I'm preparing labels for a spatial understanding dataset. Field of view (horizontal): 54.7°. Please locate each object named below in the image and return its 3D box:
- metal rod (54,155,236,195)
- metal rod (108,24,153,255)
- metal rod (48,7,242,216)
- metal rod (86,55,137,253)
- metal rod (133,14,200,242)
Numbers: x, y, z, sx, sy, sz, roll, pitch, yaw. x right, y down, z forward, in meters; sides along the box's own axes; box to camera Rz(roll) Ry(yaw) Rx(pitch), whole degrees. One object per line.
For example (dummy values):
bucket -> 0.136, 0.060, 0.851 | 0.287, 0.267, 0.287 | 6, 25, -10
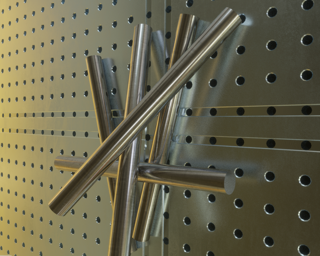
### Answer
metal rod -> -0.045, 0.056, 0.410 | 0.300, 0.025, 0.025 | 0, 90, 39
metal rod -> -0.034, 0.006, 0.384 | 0.025, 0.025, 0.299 | -9, 68, 39
metal rod -> -0.020, -0.015, 0.354 | 0.300, 0.025, 0.025 | -47, 60, 4
metal rod -> -0.075, 0.033, 0.468 | 0.025, 0.025, 0.298 | -20, 78, 38
metal rod -> 0.005, 0.007, 0.403 | 0.025, 0.025, 0.298 | 20, 103, 38
